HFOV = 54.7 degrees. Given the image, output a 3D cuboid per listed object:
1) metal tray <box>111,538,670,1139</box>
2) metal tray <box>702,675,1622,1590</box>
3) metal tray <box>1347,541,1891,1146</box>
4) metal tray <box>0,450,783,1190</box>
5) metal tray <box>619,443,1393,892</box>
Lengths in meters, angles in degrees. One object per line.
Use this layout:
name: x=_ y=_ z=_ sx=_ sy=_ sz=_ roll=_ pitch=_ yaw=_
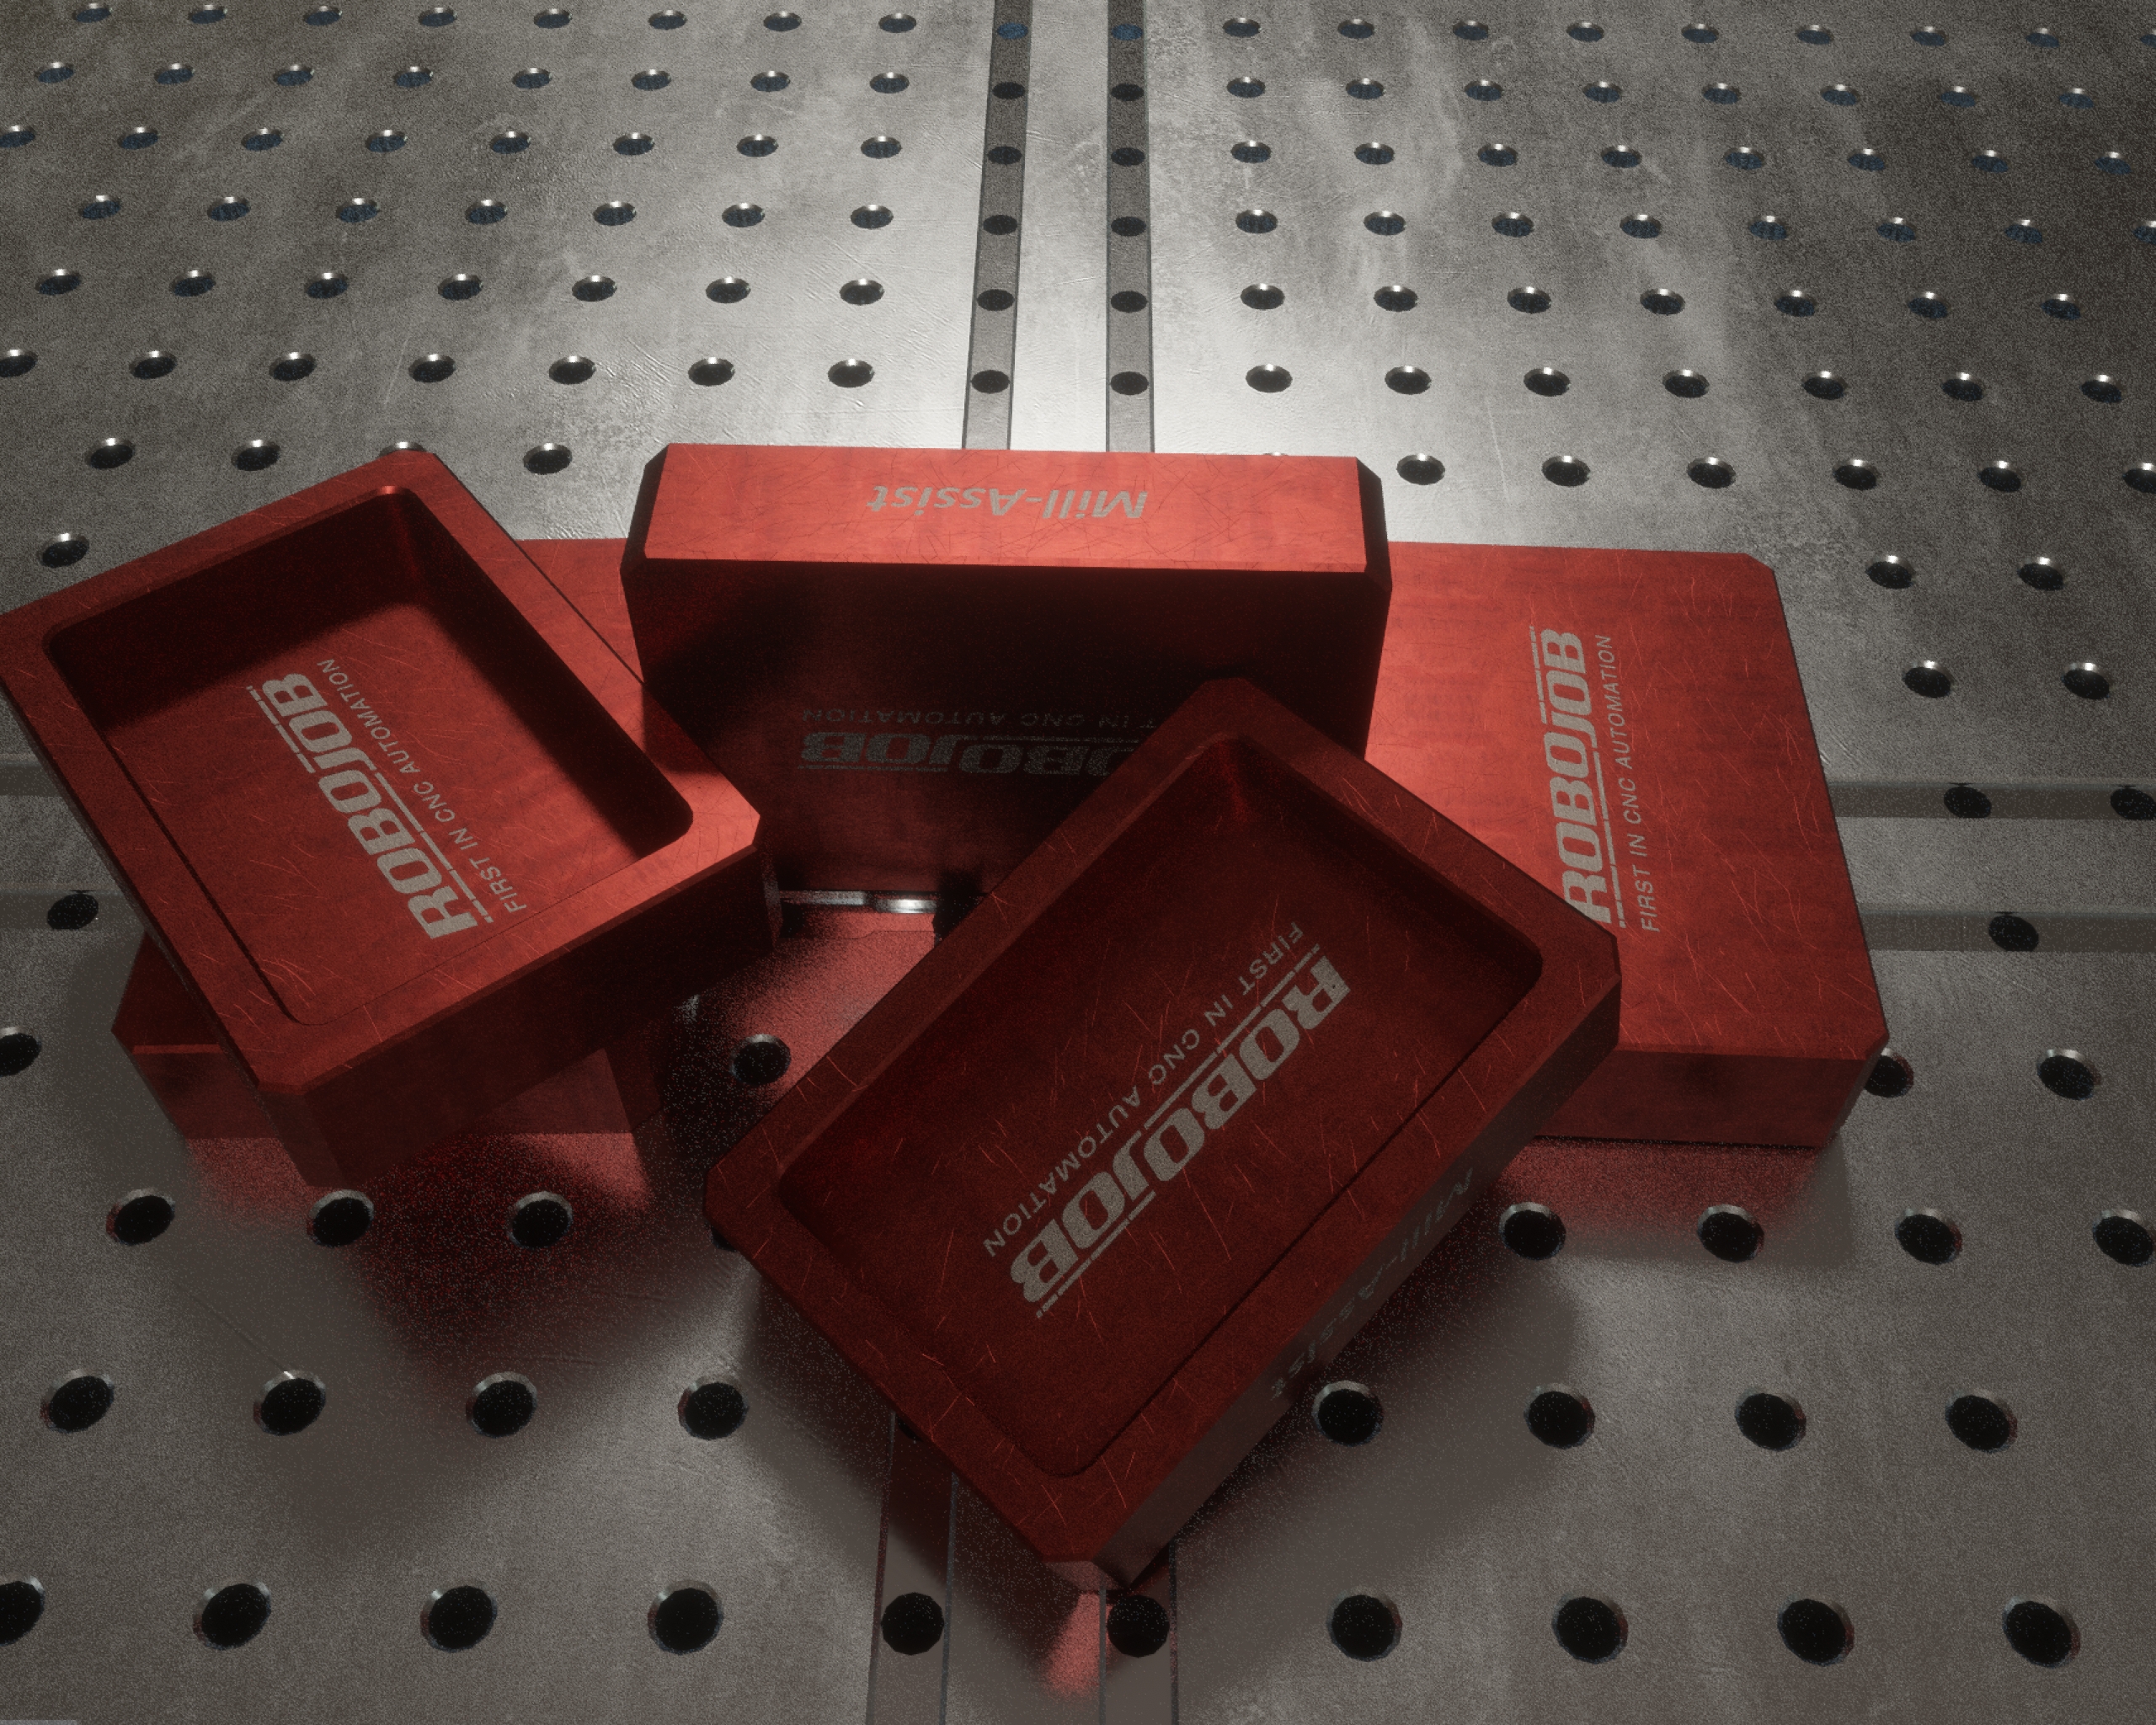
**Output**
metal tray: x=-0.123 y=-0.009 z=0.411 sx=0.091 sy=0.030 sz=0.130 roll=-1 pitch=51 yaw=-1
metal tray: x=0.015 y=0.041 z=0.346 sx=0.090 sy=0.030 sz=0.130 roll=39 pitch=77 yaw=27
metal tray: x=0.098 y=-0.008 z=0.411 sx=0.091 sy=0.030 sz=0.130 roll=2 pitch=50 yaw=1
metal tray: x=-0.125 y=-0.014 z=0.373 sx=0.091 sy=0.030 sz=0.130 roll=-31 pitch=57 yaw=-24
metal tray: x=-0.012 y=-0.033 z=0.392 sx=0.131 sy=0.089 sz=0.030 roll=1 pitch=50 yaw=0
